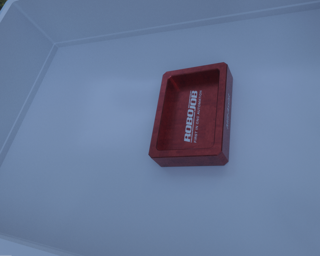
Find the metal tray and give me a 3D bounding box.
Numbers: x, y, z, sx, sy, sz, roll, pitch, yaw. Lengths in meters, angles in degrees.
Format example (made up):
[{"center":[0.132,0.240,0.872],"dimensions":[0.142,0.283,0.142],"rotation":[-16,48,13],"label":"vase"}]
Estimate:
[{"center":[0.041,-0.017,0.392],"dimensions":[0.090,0.030,0.130],"rotation":[-5,59,26],"label":"metal tray"}]
